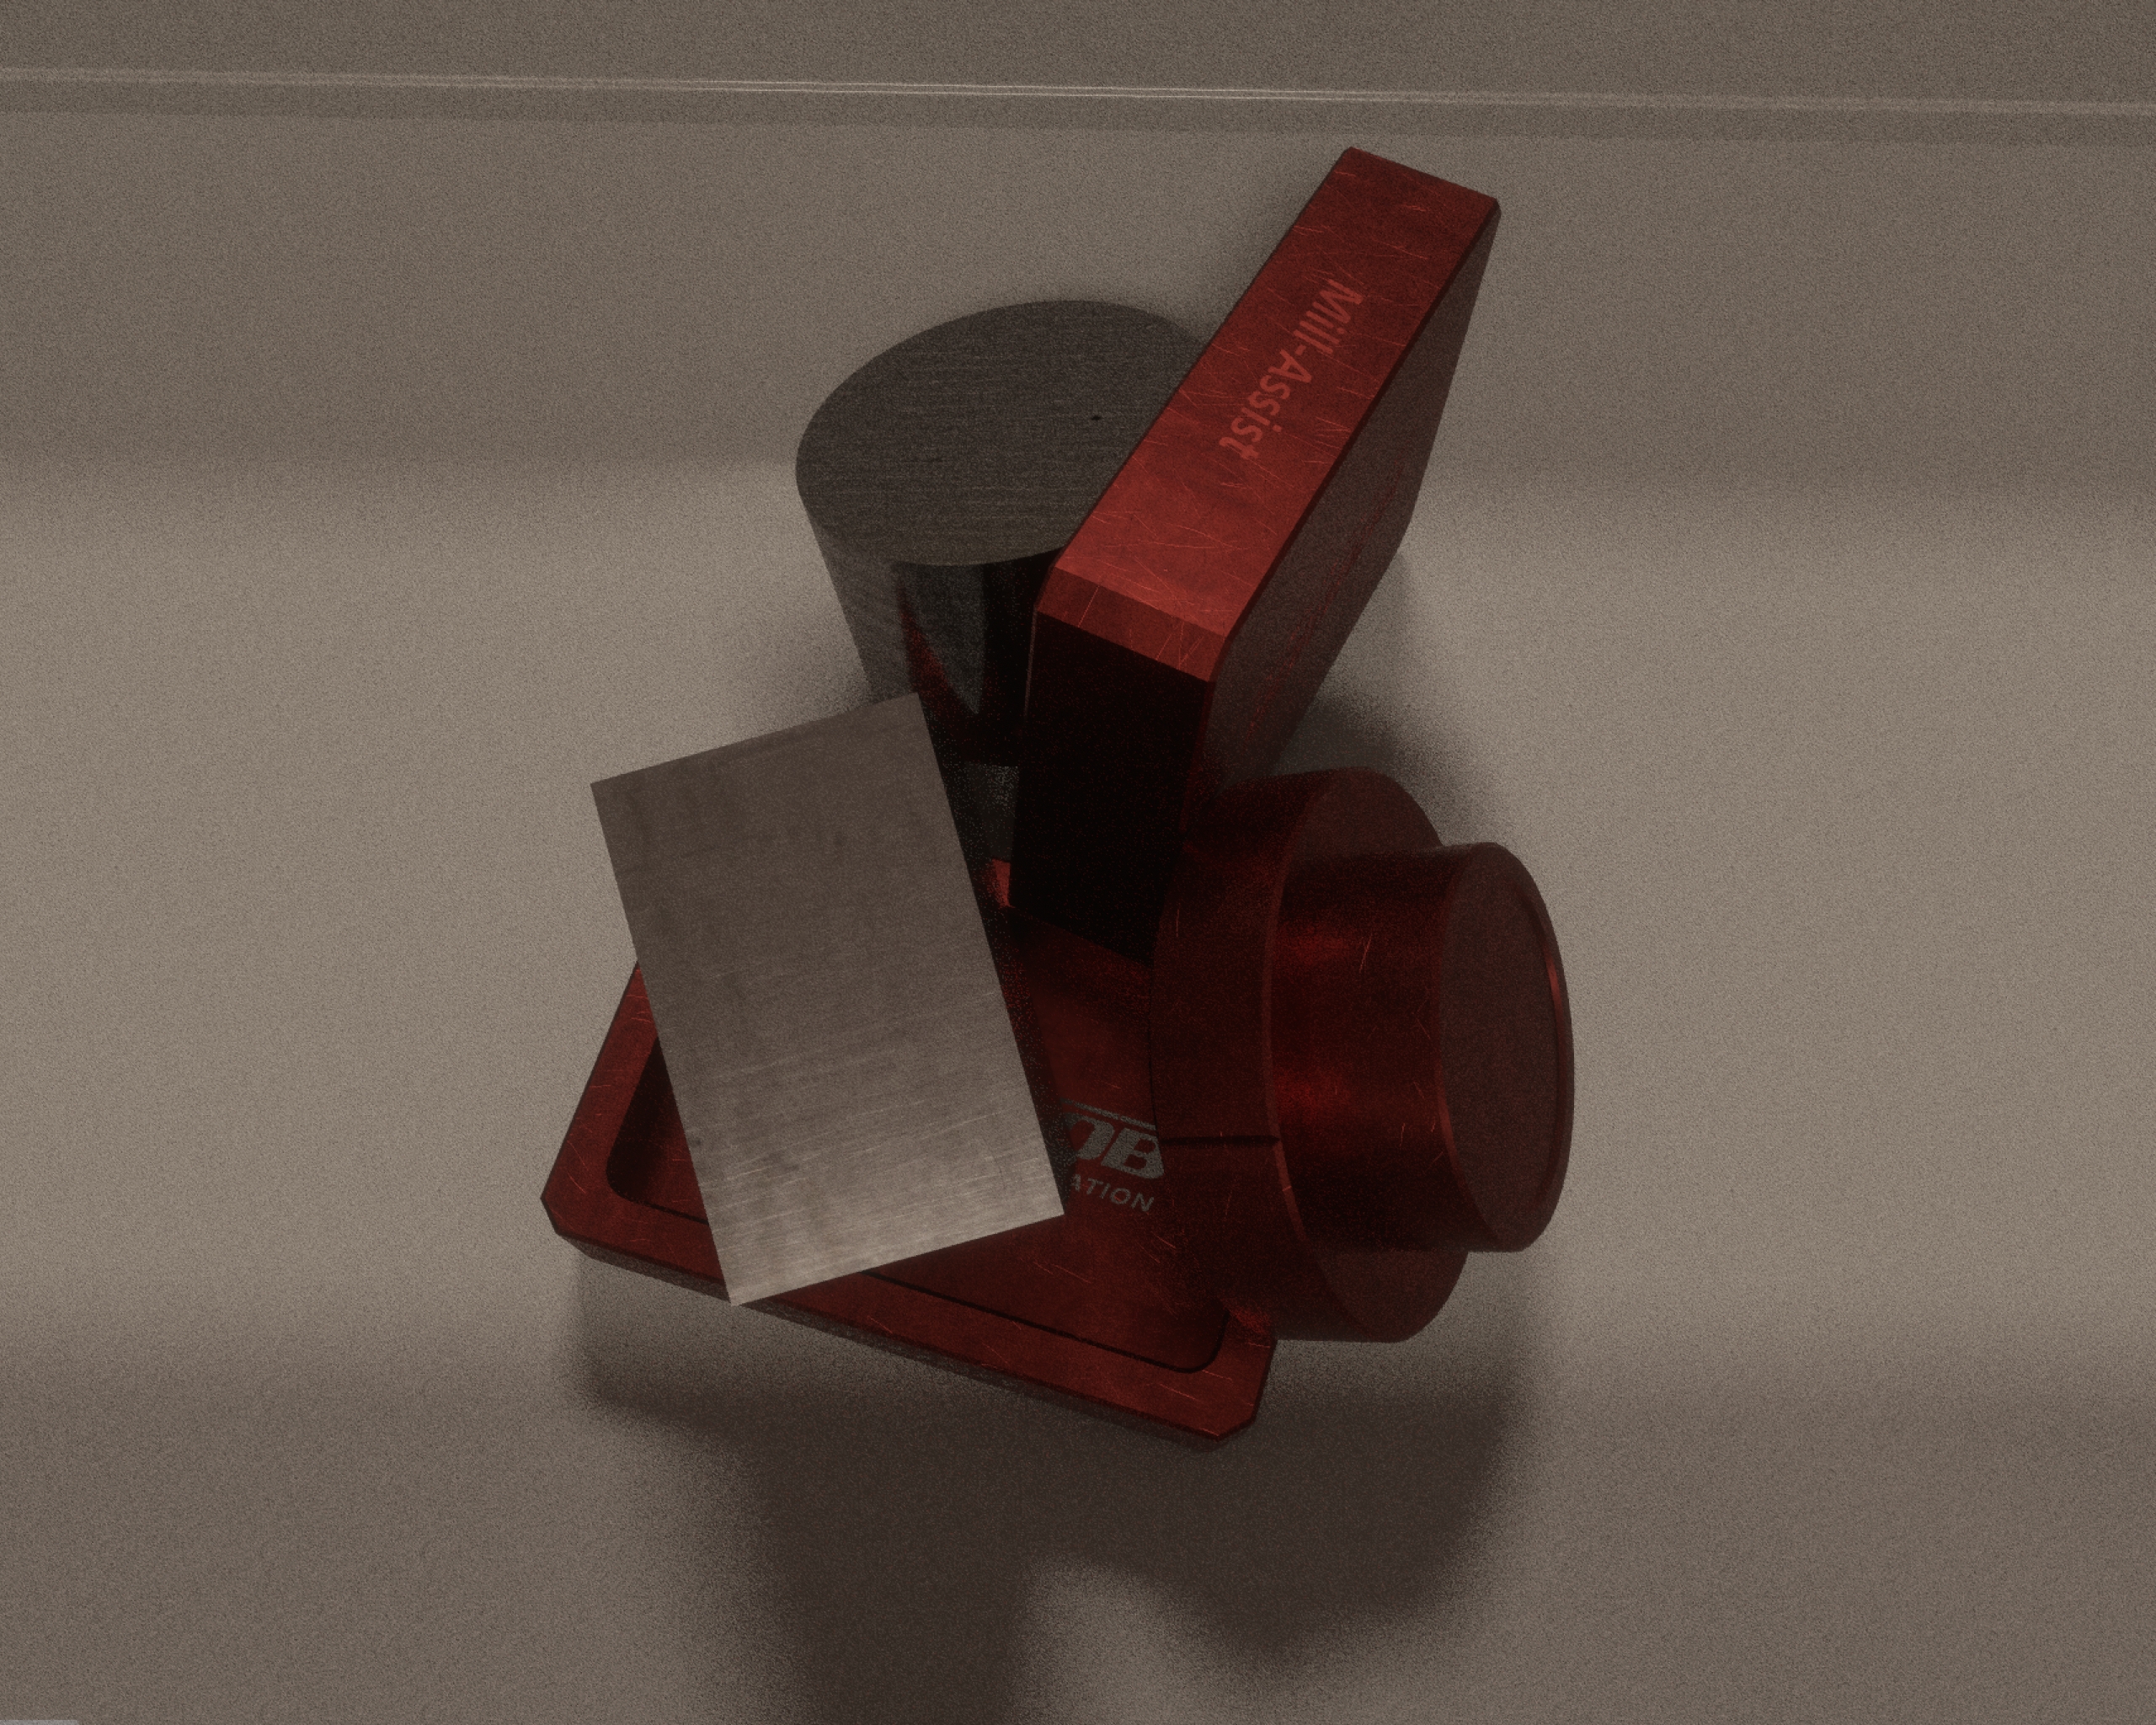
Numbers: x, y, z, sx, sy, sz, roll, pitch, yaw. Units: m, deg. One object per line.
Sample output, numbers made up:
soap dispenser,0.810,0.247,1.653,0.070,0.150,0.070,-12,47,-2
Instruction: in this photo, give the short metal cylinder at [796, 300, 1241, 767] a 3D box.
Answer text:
short metal cylinder,-0.008,-0.064,0.402,0.080,0.050,0.080,-7,47,8

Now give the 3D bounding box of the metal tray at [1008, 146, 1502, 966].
metal tray,0.032,-0.056,0.378,0.030,0.089,0.130,24,56,11

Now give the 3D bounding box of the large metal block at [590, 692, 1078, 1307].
large metal block,-0.036,0.022,0.346,0.050,0.080,0.080,-16,87,0

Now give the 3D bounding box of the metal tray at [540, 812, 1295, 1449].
metal tray,-0.020,0.046,0.387,0.131,0.030,0.090,16,71,6

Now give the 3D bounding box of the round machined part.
round machined part,0.054,0.032,0.355,0.042,0.098,0.098,-6,67,30
